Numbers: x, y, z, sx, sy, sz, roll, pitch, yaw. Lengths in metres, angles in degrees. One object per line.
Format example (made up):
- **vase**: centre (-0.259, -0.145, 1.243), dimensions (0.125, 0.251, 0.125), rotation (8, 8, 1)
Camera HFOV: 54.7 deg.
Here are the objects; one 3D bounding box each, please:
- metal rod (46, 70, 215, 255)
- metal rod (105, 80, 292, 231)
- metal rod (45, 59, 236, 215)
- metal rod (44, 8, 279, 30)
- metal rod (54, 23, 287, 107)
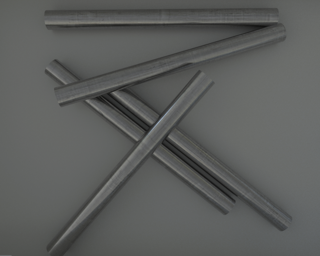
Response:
- **metal rod**: centre (-0.041, 0.050, 0.390), dimensions (0.025, 0.025, 0.299), rotation (41, 97, -1)
- **metal rod**: centre (0.049, 0.034, 0.411), dimensions (0.300, 0.025, 0.025), rotation (38, 90, -1)
- **metal rod**: centre (-0.026, 0.012, 0.410), dimensions (0.300, 0.025, 0.025), rotation (38, 90, -1)
- **metal rod**: centre (0.003, -0.145, 0.410), dimensions (0.302, 0.025, 0.025), rotation (-1, 90, -1)
- **metal rod**: centre (0.019, -0.082, 0.395), dimensions (0.302, 0.025, 0.025), rotation (-18, 90, -7)
